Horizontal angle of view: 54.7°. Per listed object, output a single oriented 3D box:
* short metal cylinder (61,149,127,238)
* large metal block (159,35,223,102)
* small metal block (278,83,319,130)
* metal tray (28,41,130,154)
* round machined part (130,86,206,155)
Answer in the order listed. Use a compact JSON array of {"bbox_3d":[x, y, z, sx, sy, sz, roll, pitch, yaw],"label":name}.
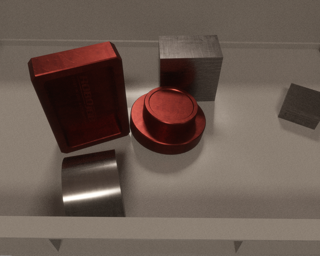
[{"bbox_3d":[-0.065,0.065,0.314,0.050,0.080,0.080,-9,51,-8],"label":"short metal cylinder"},{"bbox_3d":[0.039,-0.083,0.439,0.081,0.080,0.050,-2,50,-2],"label":"large metal block"},{"bbox_3d":[0.200,-0.031,0.434,0.050,0.025,0.050,22,53,17],"label":"small metal block"},{"bbox_3d":[-0.086,-0.030,0.361,0.091,0.129,0.030,-17,52,-14],"label":"metal tray"},{"bbox_3d":[0.011,-0.017,0.400,0.099,0.042,0.098,6,47,-6],"label":"round machined part"}]
